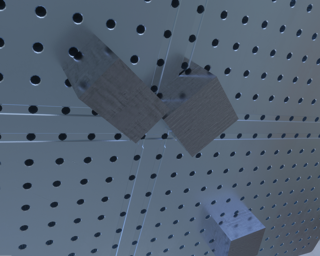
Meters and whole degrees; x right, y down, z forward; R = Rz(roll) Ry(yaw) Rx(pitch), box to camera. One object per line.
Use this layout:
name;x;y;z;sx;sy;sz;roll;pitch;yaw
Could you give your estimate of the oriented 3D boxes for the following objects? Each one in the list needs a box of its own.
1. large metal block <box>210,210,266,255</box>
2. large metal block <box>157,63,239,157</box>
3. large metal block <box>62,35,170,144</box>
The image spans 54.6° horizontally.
large metal block;0.152;0.218;0.612;0.081;0.050;0.079;-11;123;-22
large metal block;0.044;-0.023;0.404;0.080;0.050;0.080;-39;129;-2
large metal block;-0.047;-0.041;0.324;0.050;0.080;0.080;-45;129;3
